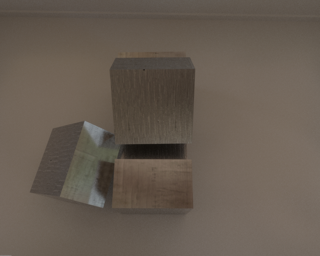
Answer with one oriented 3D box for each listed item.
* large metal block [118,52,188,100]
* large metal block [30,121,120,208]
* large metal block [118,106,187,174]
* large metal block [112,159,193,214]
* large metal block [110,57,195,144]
[{"bbox_3d":[-0.009,-0.054,0.397,0.081,0.080,0.050,-1,70,-1],"label":"large metal block"},{"bbox_3d":[-0.096,0.042,0.353,0.050,0.080,0.080,28,66,-36],"label":"large metal block"},{"bbox_3d":[-0.009,0.013,0.392,0.081,0.050,0.080,-1,70,-1],"label":"large metal block"},{"bbox_3d":[-0.007,0.069,0.352,0.081,0.080,0.050,0,70,0],"label":"large metal block"},{"bbox_3d":[-0.007,-0.030,0.330,0.081,0.079,0.050,-1,25,-1],"label":"large metal block"}]
